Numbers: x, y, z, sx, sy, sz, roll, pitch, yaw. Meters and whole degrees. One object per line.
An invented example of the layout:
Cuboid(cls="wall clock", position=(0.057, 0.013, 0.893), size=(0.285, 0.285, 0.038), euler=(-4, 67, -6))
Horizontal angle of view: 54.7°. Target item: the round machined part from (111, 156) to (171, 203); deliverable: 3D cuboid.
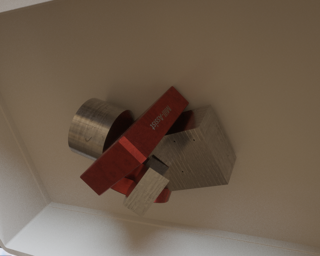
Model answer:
Cuboid(cls="round machined part", position=(-0.028, 0.064, 0.424), size=(0.098, 0.098, 0.042), euler=(19, 90, 17))

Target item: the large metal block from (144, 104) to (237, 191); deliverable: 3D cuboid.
Cuboid(cls="large metal block", position=(0.036, 0.027, 0.377), size=(0.080, 0.050, 0.080), euler=(-15, 115, 34))

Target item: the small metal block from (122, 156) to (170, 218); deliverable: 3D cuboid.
Cuboid(cls="small metal block", position=(-0.014, 0.064, 0.348), size=(0.025, 0.050, 0.050), euler=(35, 97, -4))

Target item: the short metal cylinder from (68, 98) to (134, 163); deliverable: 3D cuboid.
Cuboid(cls="short metal cylinder", position=(-0.076, 0.005, 0.413), size=(0.050, 0.080, 0.079), euler=(21, 126, 16))

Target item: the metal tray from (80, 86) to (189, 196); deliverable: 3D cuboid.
Cuboid(cls="metal tray", position=(-0.025, 0.011, 0.357), size=(0.030, 0.131, 0.090), euler=(46, 128, -5))
